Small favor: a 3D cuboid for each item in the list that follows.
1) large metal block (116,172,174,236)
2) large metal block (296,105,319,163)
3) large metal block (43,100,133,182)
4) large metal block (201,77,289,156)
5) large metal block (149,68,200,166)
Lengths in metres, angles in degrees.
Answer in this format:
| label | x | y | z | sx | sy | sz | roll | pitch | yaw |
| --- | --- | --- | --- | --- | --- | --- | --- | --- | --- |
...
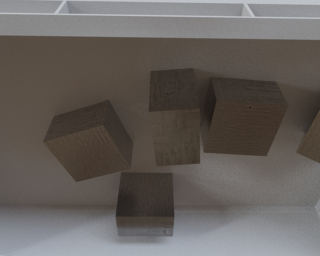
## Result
| label | x | y | z | sx | sy | sz | roll | pitch | yaw |
| --- | --- | --- | --- | --- | --- | --- | --- | --- | --- |
| large metal block | -0.021 | 0.115 | 0.470 | 0.081 | 0.080 | 0.050 | 1 | 130 | -1 |
| large metal block | 0.227 | 0.006 | 0.376 | 0.080 | 0.050 | 0.079 | 27 | 134 | 21 |
| large metal block | -0.090 | 0.019 | 0.408 | 0.080 | 0.050 | 0.080 | -15 | 129 | 12 |
| large metal block | 0.098 | -0.013 | 0.382 | 0.081 | 0.050 | 0.079 | 4 | 130 | -3 |
| large metal block | 0.017 | -0.013 | 0.362 | 0.050 | 0.080 | 0.080 | -4 | 130 | 3 |
